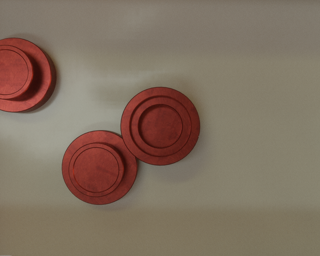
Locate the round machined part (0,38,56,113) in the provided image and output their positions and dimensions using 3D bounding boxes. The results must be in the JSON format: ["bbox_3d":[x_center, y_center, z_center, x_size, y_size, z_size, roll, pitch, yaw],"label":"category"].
[{"bbox_3d":[-0.190,-0.069,0.401,0.099,0.042,0.097,0,90,0],"label":"round machined part"}]

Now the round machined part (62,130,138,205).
[{"bbox_3d":[-0.079,0.052,0.402,0.099,0.042,0.097,0,90,0],"label":"round machined part"}]

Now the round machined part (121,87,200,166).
[{"bbox_3d":[0.000,-0.002,0.402,0.099,0.042,0.097,0,89,-1],"label":"round machined part"}]
